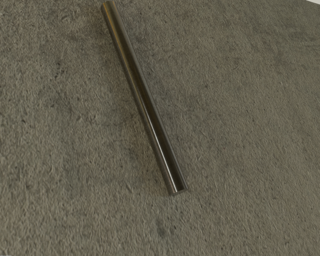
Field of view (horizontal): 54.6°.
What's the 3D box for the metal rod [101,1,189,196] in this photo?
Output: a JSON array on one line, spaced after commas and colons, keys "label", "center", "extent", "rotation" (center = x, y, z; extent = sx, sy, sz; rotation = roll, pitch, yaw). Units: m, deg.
[{"label": "metal rod", "center": [-0.028, -0.054, 0.421], "extent": [0.025, 0.025, 0.299], "rotation": [-8, 66, -32]}]
